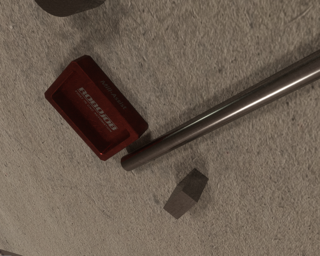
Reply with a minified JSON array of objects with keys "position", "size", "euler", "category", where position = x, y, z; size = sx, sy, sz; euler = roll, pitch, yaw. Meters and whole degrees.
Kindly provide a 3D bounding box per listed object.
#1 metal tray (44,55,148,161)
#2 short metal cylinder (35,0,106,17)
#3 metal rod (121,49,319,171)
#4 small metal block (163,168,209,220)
[{"position":[-0.090,-0.024,0.434],"size":[0.090,0.030,0.130],"euler":[-34,100,38],"category":"metal tray"},{"position":[-0.100,-0.168,0.338],"size":[0.080,0.050,0.079],"euler":[13,124,20],"category":"short metal cylinder"},{"position":[0.055,-0.006,0.373],"size":[0.299,0.025,0.025],"euler":[-30,102,37],"category":"metal rod"},{"position":[0.036,0.090,0.426],"size":[0.025,0.050,0.050],"euler":[39,129,2],"category":"small metal block"}]
